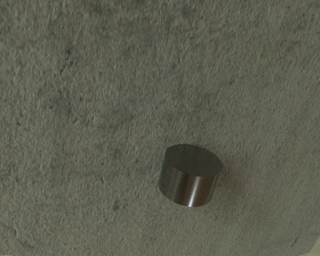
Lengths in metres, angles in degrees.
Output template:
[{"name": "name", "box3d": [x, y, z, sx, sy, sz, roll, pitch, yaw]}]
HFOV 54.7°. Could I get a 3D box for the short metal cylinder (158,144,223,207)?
[{"name": "short metal cylinder", "box3d": [0.042, 0.065, 0.436, 0.081, 0.080, 0.050, -3, 120, -28]}]
